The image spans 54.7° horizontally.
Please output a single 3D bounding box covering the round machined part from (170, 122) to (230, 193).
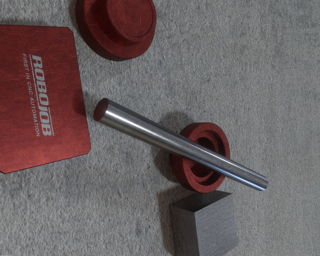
[{"bbox_3d":[0.053,0.041,0.440,0.099,0.042,0.097,0,90,-40],"label":"round machined part"}]

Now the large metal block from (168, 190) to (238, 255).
[{"bbox_3d":[0.063,0.140,0.444,0.081,0.050,0.079,-13,98,-40],"label":"large metal block"}]

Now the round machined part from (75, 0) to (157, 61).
[{"bbox_3d":[-0.043,-0.130,0.359,0.099,0.042,0.097,0,90,-40],"label":"round machined part"}]

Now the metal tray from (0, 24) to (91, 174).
[{"bbox_3d":[-0.123,-0.030,0.300,0.091,0.030,0.129,-13,98,-40],"label":"metal tray"}]

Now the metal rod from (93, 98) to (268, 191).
[{"bbox_3d":[0.050,0.034,0.394,0.301,0.025,0.025,26,74,-37],"label":"metal rod"}]
